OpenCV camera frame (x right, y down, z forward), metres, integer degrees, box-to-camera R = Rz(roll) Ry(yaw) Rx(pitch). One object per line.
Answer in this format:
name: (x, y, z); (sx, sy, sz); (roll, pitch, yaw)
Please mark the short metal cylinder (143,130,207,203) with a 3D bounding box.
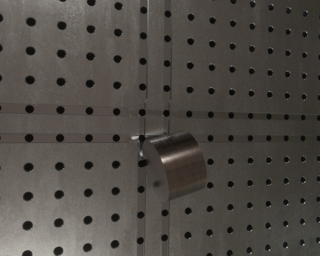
short metal cylinder: (0.016, 0.047, 0.391); (0.050, 0.080, 0.080); (-15, 95, -20)
